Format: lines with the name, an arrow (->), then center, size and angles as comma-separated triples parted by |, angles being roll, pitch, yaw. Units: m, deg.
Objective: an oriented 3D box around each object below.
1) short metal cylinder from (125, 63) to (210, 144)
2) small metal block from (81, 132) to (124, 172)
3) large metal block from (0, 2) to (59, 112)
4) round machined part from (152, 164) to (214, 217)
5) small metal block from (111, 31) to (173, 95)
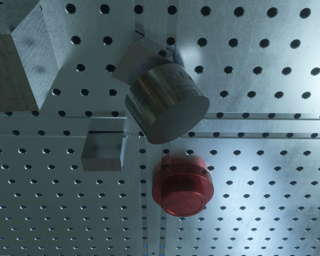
short metal cylinder -> 0.008, -0.026, 0.349 | 0.080, 0.050, 0.080 | -27, 154, -14
small metal block -> -0.076, 0.032, 0.421 | 0.050, 0.050, 0.025 | -1, 130, 0
large metal block -> -0.146, -0.072, 0.312 | 0.050, 0.080, 0.079 | -2, 130, 1
round machined part -> 0.036, 0.105, 0.490 | 0.099, 0.042, 0.097 | -1, 130, 0
small metal block -> -0.020, -0.072, 0.350 | 0.050, 0.025, 0.050 | 24, 126, -20
